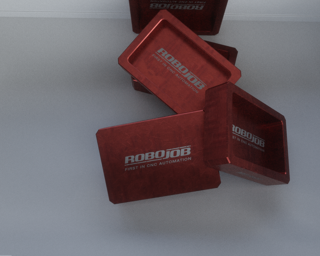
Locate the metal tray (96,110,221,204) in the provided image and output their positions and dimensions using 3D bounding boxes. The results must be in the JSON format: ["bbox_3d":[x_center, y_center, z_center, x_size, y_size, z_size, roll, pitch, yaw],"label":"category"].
[{"bbox_3d":[-0.001,0.033,0.366,0.131,0.030,0.089,-10,93,6],"label":"metal tray"}]

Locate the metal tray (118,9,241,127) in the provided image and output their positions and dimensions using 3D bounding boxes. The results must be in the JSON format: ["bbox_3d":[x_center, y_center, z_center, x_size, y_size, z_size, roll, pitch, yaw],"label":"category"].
[{"bbox_3d":[0.024,-0.074,0.394,0.130,0.030,0.090,41,91,5],"label":"metal tray"}]

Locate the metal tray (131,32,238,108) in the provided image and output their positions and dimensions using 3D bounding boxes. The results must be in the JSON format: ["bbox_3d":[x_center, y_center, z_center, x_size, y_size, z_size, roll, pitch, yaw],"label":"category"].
[{"bbox_3d":[0.035,-0.083,0.437,0.131,0.030,0.090,16,71,5],"label":"metal tray"}]

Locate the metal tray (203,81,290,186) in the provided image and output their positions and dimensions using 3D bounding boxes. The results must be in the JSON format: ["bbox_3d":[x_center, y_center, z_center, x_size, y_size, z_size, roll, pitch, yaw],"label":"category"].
[{"bbox_3d":[0.104,0.012,0.361,0.131,0.030,0.090,21,64,-39],"label":"metal tray"}]

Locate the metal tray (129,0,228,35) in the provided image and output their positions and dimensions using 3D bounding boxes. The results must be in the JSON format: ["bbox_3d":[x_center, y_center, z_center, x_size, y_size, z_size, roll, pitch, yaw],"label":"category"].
[{"bbox_3d":[0.024,-0.172,0.438,0.131,0.090,0.030,1,70,0],"label":"metal tray"}]
